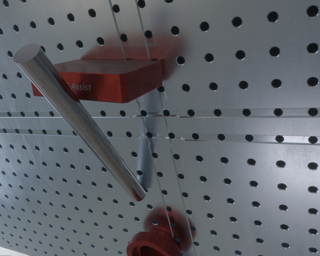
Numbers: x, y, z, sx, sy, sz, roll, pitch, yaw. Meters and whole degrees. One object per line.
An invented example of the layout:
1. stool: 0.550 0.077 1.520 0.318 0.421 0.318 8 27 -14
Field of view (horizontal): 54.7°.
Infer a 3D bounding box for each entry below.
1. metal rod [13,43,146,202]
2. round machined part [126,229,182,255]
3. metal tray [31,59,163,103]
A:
1. metal rod: -0.075 0.021 0.382 0.025 0.025 0.299 8 148 24
2. round machined part: -0.005 0.215 0.536 0.098 0.042 0.097 13 124 21
3. metal tray: -0.074 -0.060 0.368 0.130 0.090 0.030 7 112 24
